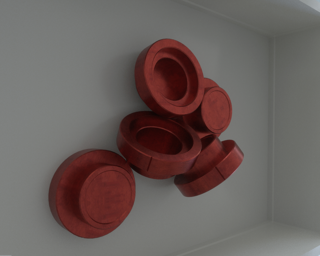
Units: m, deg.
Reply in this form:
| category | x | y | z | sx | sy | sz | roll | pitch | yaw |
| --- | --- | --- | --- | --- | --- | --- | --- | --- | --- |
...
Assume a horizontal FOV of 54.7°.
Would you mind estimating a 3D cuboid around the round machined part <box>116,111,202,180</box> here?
| category | x | y | z | sx | sy | sz | roll | pitch | yaw |
| --- | --- | --- | --- | --- | --- | --- | --- | --- | --- |
| round machined part | -0.004 | 0.023 | 0.370 | 0.099 | 0.098 | 0.042 | -12 | 133 | -40 |

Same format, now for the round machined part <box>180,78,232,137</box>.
| category | x | y | z | sx | sy | sz | roll | pitch | yaw |
| --- | --- | --- | --- | --- | --- | --- | --- | --- | --- |
| round machined part | 0.069 | -0.025 | 0.456 | 0.099 | 0.042 | 0.097 | 0 | 90 | -40 |

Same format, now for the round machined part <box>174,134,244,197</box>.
| category | x | y | z | sx | sy | sz | roll | pitch | yaw |
| --- | --- | --- | --- | --- | --- | --- | --- | --- | --- |
| round machined part | 0.058 | 0.044 | 0.413 | 0.099 | 0.098 | 0.042 | -40 | 97 | -33 |

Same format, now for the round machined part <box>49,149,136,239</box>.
| category | x | y | z | sx | sy | sz | roll | pitch | yaw |
| --- | --- | --- | --- | --- | --- | --- | --- | --- | --- |
| round machined part | -0.066 | 0.073 | 0.342 | 0.099 | 0.042 | 0.097 | 0 | 90 | -40 |

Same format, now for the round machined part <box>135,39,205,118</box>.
| category | x | y | z | sx | sy | sz | roll | pitch | yaw |
| --- | --- | --- | --- | --- | --- | --- | --- | --- | --- |
| round machined part | 0.008 | -0.060 | 0.397 | 0.099 | 0.042 | 0.098 | 9 | 75 | -37 |
